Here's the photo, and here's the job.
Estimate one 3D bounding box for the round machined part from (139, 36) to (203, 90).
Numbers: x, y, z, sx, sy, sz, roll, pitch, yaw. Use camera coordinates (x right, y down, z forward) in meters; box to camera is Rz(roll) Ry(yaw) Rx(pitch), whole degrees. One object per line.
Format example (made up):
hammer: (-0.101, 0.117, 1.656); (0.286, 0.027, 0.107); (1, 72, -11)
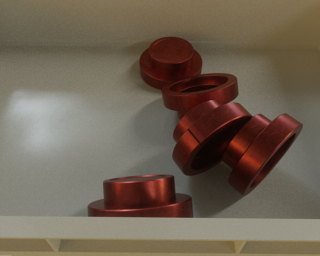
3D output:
round machined part: (0.017, -0.106, 0.483); (0.099, 0.042, 0.098); (0, 50, 0)

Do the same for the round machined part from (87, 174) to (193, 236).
round machined part: (-0.019, 0.069, 0.297); (0.099, 0.098, 0.042); (-4, 85, -4)

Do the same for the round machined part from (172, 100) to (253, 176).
round machined part: (0.054, 0.007, 0.351); (0.099, 0.097, 0.042); (-26, 60, -21)

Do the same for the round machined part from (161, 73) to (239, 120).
round machined part: (0.054, -0.039, 0.410); (0.099, 0.042, 0.098); (-10, 21, 4)

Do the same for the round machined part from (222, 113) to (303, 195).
round machined part: (0.106, 0.023, 0.339); (0.099, 0.097, 0.042); (-36, 62, -26)
